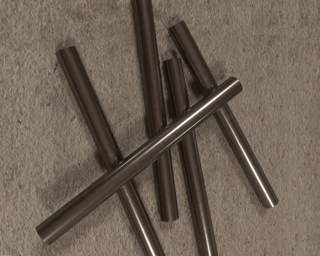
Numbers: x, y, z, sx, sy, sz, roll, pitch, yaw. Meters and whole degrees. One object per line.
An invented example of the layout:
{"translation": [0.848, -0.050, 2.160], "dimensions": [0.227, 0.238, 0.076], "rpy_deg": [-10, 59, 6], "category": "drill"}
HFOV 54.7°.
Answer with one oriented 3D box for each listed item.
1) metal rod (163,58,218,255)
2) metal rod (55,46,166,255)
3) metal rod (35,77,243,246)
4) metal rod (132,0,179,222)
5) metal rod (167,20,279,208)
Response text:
{"translation": [0.045, 0.055, 0.426], "dimensions": [0.025, 0.025, 0.298], "rpy_deg": [-13, 95, -20], "category": "metal rod"}
{"translation": [-0.057, 0.045, 0.388], "dimensions": [0.025, 0.025, 0.299], "rpy_deg": [-25, 99, -19], "category": "metal rod"}
{"translation": [-0.012, 0.029, 0.377], "dimensions": [0.301, 0.025, 0.025], "rpy_deg": [-38, 103, -16], "category": "metal rod"}
{"translation": [-0.006, -0.027, 0.407], "dimensions": [0.025, 0.025, 0.298], "rpy_deg": [-8, 93, -20], "category": "metal rod"}
{"translation": [0.095, -0.012, 0.445], "dimensions": [0.025, 0.025, 0.299], "rpy_deg": [-34, 101, -17], "category": "metal rod"}
